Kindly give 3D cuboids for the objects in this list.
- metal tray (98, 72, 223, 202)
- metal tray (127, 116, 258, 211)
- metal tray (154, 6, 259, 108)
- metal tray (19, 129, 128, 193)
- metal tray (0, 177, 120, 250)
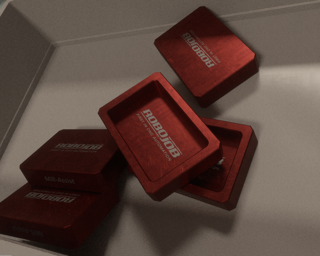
[{"bbox_3d":[-0.003,0.005,0.351,0.090,0.030,0.130,-34,58,-4],"label":"metal tray"},{"bbox_3d":[0.036,0.032,0.362,0.130,0.030,0.090,12,68,33],"label":"metal tray"},{"bbox_3d":[0.059,-0.101,0.425,0.090,0.030,0.130,-35,56,5],"label":"metal tray"},{"bbox_3d":[-0.104,0.038,0.406,0.130,0.030,0.090,0,33,27],"label":"metal tray"},{"bbox_3d":[-0.128,0.095,0.378,0.130,0.030,0.090,-1,24,27],"label":"metal tray"}]
